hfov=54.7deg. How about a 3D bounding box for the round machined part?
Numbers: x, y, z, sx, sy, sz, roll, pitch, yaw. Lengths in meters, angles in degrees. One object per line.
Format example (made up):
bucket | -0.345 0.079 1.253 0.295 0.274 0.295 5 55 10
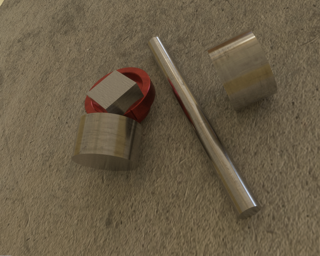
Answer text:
round machined part | -0.052 -0.037 0.437 0.098 0.042 0.098 -13 48 15

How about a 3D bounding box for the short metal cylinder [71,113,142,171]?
short metal cylinder | -0.065 0.020 0.387 0.080 0.080 0.050 -6 67 25

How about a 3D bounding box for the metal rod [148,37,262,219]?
metal rod | 0.041 -0.025 0.397 0.025 0.025 0.300 -31 52 8

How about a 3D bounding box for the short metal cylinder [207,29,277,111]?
short metal cylinder | 0.094 -0.066 0.360 0.050 0.080 0.080 -24 53 13

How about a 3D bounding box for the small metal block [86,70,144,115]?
small metal block | -0.058 -0.042 0.398 0.050 0.025 0.050 -43 48 -13
